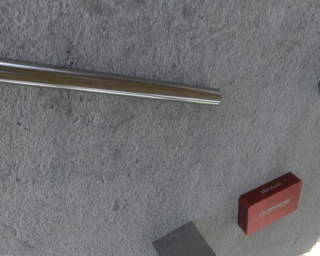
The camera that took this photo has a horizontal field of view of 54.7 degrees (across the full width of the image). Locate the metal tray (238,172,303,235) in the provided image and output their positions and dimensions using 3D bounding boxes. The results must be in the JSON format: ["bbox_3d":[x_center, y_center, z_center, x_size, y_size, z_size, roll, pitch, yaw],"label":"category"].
[{"bbox_3d":[0.219,0.151,0.621,0.131,0.030,0.089,-20,127,-17],"label":"metal tray"}]

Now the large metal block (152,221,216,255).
[{"bbox_3d":[0.044,0.222,0.535,0.081,0.080,0.050,-25,128,-13],"label":"large metal block"}]

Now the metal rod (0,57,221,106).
[{"bbox_3d":[-0.055,-0.049,0.347,0.303,0.025,0.025,3,117,-30],"label":"metal rod"}]
